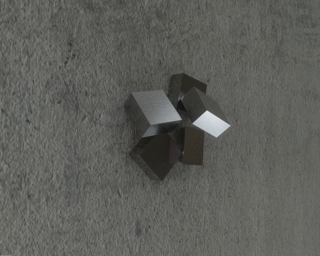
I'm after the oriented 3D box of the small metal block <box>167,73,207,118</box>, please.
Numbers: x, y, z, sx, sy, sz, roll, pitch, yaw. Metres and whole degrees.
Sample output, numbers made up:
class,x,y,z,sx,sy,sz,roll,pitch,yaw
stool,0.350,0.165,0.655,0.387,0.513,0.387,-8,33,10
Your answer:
class,x,y,z,sx,sy,sz,roll,pitch,yaw
small metal block,0.037,-0.045,0.440,0.050,0.025,0.050,18,79,-39

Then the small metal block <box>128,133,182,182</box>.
class,x,y,z,sx,sy,sz,roll,pitch,yaw
small metal block,-0.005,0.033,0.404,0.050,0.025,0.050,-53,121,-27

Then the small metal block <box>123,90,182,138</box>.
class,x,y,z,sx,sy,sz,roll,pitch,yaw
small metal block,-0.009,-0.019,0.384,0.050,0.025,0.050,-10,59,-40

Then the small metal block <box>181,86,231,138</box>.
class,x,y,z,sx,sy,sz,roll,pitch,yaw
small metal block,0.060,-0.021,0.408,0.050,0.025,0.050,27,30,-37

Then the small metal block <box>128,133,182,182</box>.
class,x,y,z,sx,sy,sz,roll,pitch,yaw
small metal block,-0.005,0.033,0.404,0.050,0.025,0.050,-53,121,-27

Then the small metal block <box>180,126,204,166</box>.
class,x,y,z,sx,sy,sz,roll,pitch,yaw
small metal block,0.043,0.024,0.426,0.025,0.050,0.050,4,87,-2
